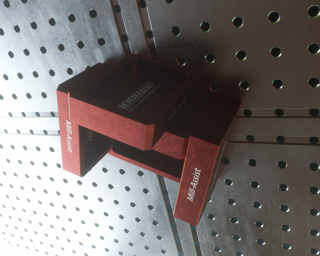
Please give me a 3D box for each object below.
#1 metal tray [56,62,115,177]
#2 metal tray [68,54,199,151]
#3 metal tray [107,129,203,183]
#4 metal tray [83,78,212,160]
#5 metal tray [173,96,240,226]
[{"bbox_3d":[-0.091,-0.011,0.411,0.030,0.090,0.129,20,126,16],"label":"metal tray"},{"bbox_3d":[-0.022,-0.036,0.332,0.090,0.131,0.030,20,127,16],"label":"metal tray"},{"bbox_3d":[-0.008,0.016,0.422,0.130,0.030,0.089,20,126,16],"label":"metal tray"},{"bbox_3d":[-0.014,-0.020,0.364,0.130,0.090,0.030,20,126,16],"label":"metal tray"},{"bbox_3d":[0.055,0.039,0.364,0.030,0.090,0.129,20,126,17],"label":"metal tray"}]
